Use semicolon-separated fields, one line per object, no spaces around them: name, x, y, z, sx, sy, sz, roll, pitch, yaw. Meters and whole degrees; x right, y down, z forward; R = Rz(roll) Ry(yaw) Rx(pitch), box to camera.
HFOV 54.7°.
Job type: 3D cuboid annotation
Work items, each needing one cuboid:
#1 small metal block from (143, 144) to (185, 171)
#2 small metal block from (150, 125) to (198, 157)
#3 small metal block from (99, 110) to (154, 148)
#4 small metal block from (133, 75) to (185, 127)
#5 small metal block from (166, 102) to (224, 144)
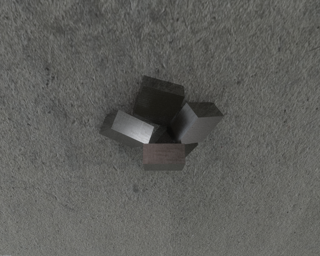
small metal block;0.005;0.038;0.393;0.050;0.025;0.050;0;163;-1
small metal block;0.016;0.020;0.427;0.050;0.025;0.050;26;125;-21
small metal block;-0.044;0.003;0.395;0.050;0.025;0.050;26;161;-22
small metal block;-0.003;-0.032;0.382;0.050;0.025;0.050;13;129;-12
small metal block;0.044;-0.006;0.390;0.050;0.025;0.050;-5;141;-43
